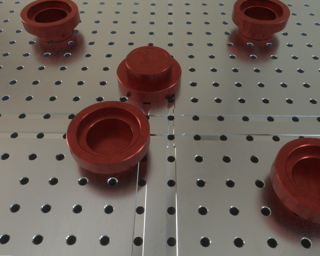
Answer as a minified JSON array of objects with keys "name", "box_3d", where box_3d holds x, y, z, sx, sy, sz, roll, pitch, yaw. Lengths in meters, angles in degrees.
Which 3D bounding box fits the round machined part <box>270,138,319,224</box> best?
[{"name":"round machined part","box_3d":[0.173,0.061,0.346,0.099,0.042,0.098,0,50,0]}]

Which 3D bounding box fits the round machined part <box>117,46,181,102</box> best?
[{"name":"round machined part","box_3d":[-0.017,-0.088,0.471,0.099,0.042,0.098,0,50,0]}]

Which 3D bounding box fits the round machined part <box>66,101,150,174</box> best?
[{"name":"round machined part","box_3d":[-0.061,0.015,0.384,0.099,0.042,0.098,0,50,0]}]

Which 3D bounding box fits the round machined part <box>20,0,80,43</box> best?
[{"name":"round machined part","box_3d":[-0.193,-0.190,0.556,0.099,0.042,0.098,0,50,0]}]

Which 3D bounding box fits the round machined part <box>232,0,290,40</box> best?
[{"name":"round machined part","box_3d":[0.180,-0.197,0.563,0.099,0.042,0.098,0,50,0]}]
